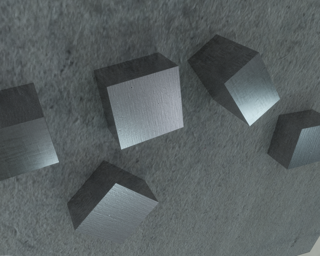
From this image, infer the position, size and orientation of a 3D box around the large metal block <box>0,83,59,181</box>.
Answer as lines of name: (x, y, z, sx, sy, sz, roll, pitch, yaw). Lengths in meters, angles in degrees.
large metal block: (-0.149, 0.004, 0.292, 0.081, 0.080, 0.050, -18, 126, -19)

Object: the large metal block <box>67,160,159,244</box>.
large metal block: (-0.064, 0.102, 0.420, 0.080, 0.050, 0.080, -50, 129, 7)

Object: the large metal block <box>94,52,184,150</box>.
large metal block: (-0.023, -0.033, 0.359, 0.081, 0.050, 0.079, -20, 126, -17)

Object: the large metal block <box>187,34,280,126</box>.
large metal block: (0.091, -0.060, 0.386, 0.050, 0.080, 0.080, -42, 130, 1)

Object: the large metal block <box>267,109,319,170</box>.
large metal block: (0.245, 0.018, 0.539, 0.081, 0.050, 0.079, -9, 123, -24)
